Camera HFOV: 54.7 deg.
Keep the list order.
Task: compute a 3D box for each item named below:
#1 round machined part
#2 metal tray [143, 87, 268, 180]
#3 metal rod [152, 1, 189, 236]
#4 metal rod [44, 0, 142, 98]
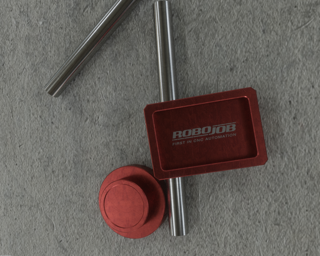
[{"bbox_3d":[-0.039,0.099,0.413,0.098,0.042,0.097,0,90,19],"label":"round machined part"},{"bbox_3d":[0.053,0.007,0.370,0.131,0.030,0.089,-9,88,5],"label":"metal tray"},{"bbox_3d":[0.014,-0.013,0.403,0.025,0.025,0.298,-5,88,19],"label":"metal rod"},{"bbox_3d":[-0.060,-0.157,0.428,0.299,0.025,0.025,-45,77,14],"label":"metal rod"}]
